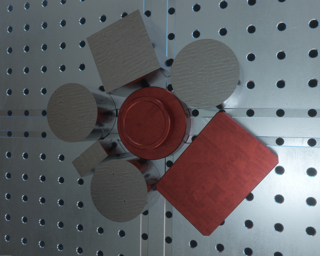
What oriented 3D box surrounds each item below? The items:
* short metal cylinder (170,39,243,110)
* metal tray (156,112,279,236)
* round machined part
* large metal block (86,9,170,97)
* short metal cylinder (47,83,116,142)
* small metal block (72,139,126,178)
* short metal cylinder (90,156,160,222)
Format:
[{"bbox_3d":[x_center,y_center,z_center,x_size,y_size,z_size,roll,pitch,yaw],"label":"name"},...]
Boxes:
[{"bbox_3d":[0.059,-0.062,0.378,0.080,0.050,0.080,0,90,20],"label":"short metal cylinder"},{"bbox_3d":[0.069,0.055,0.384,0.090,0.030,0.130,42,103,15],"label":"metal tray"},{"bbox_3d":[-0.013,-0.006,0.407,0.098,0.042,0.097,0,90,20],"label":"round machined part"},{"bbox_3d":[-0.039,-0.096,0.413,0.080,0.050,0.080,-23,83,18],"label":"large metal block"},{"bbox_3d":[-0.110,-0.021,0.437,0.080,0.050,0.080,0,90,20],"label":"short metal cylinder"},{"bbox_3d":[-0.084,0.040,0.428,0.050,0.050,0.025,-39,78,16],"label":"small metal block"},{"bbox_3d":[-0.044,0.079,0.414,0.080,0.050,0.080,0,90,20],"label":"short metal cylinder"}]
